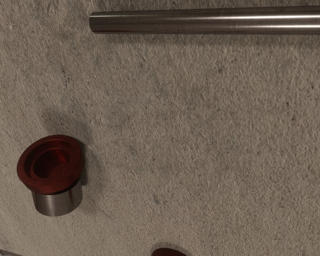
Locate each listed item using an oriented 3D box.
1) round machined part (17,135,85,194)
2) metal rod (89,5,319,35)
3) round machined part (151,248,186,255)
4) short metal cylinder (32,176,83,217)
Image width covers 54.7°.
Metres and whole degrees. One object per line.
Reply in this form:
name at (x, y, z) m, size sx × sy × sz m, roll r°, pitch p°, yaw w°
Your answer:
round machined part at (-0.166, 0.061, 0.486) m, size 0.098 × 0.098 × 0.042 m, roll 14°, pitch 142°, yaw 20°
metal rod at (0.060, -0.106, 0.308) m, size 0.301 × 0.025 × 0.025 m, roll 8°, pitch 122°, yaw 23°
round machined part at (0.020, 0.263, 0.547) m, size 0.098 × 0.042 × 0.097 m, roll 13°, pitch 124°, yaw 20°
short metal cylinder at (-0.174, 0.101, 0.522) m, size 0.080 × 0.080 × 0.050 m, roll 17°, pitch 126°, yaw 18°
